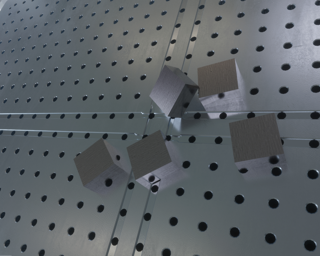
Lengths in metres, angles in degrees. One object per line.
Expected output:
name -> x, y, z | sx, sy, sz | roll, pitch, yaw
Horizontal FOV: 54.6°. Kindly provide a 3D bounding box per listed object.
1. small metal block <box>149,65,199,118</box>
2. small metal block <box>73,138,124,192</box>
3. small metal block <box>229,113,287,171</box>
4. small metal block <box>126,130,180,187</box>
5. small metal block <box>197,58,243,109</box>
small metal block -> 0.018, -0.049, 0.415 | 0.050, 0.025, 0.050 | 51, 123, 39
small metal block -> -0.084, 0.050, 0.423 | 0.050, 0.025, 0.050 | -37, 51, 3
small metal block -> 0.107, 0.016, 0.343 | 0.050, 0.025, 0.050 | -14, 56, 20
small metal block -> -0.009, 0.038, 0.391 | 0.050, 0.025, 0.050 | -28, 52, 10
small metal block -> 0.078, -0.058, 0.404 | 0.050, 0.025, 0.050 | -12, 57, 22
